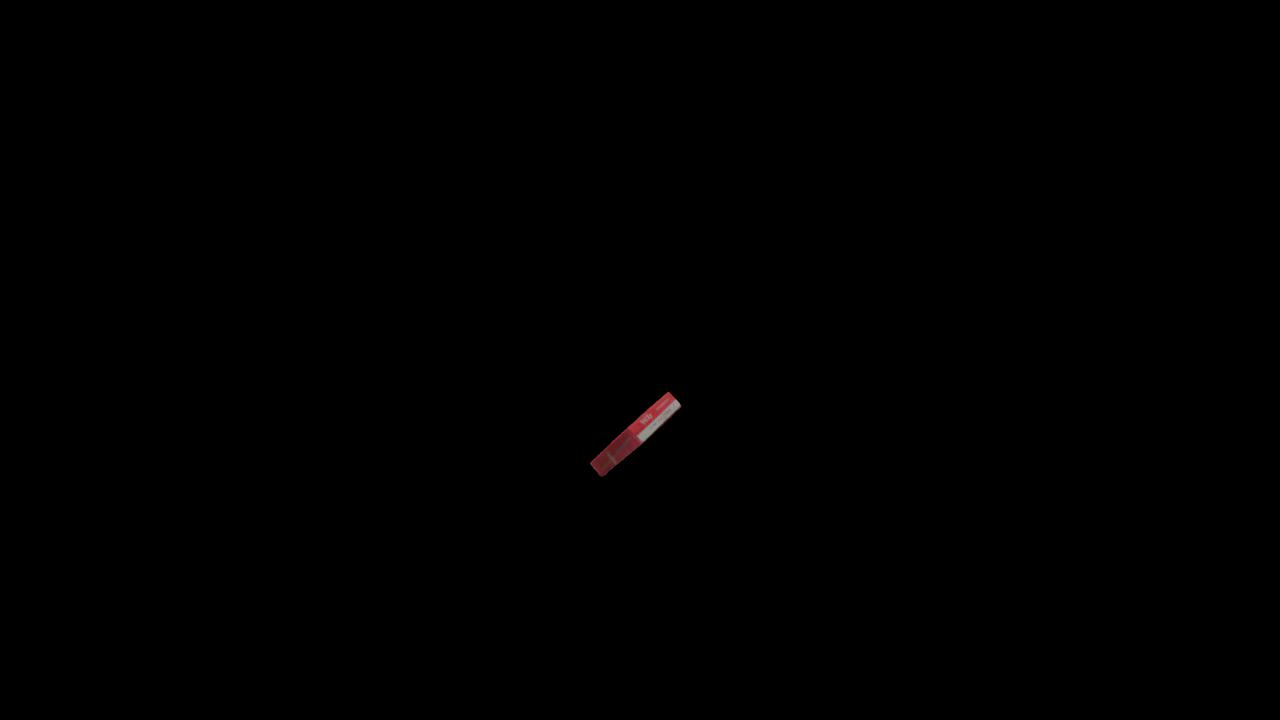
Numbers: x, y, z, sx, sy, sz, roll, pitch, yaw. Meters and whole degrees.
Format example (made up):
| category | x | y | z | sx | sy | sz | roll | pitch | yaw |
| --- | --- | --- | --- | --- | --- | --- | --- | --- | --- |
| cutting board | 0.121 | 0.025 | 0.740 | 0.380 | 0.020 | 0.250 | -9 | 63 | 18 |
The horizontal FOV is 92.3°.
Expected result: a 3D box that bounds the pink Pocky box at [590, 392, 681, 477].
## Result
| category | x | y | z | sx | sy | sz | roll | pitch | yaw |
| --- | --- | --- | --- | --- | --- | --- | --- | --- | --- |
| pink Pocky box | -0.009 | 0.103 | 0.832 | 0.084 | 0.029 | 0.155 | -39 | -6 | -34 |
